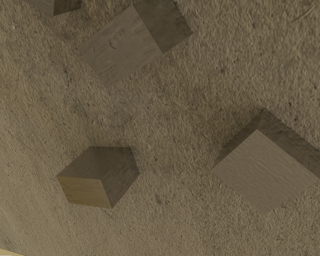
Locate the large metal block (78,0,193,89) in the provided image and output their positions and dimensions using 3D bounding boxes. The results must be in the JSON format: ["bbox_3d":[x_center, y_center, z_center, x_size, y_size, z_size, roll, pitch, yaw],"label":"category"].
[{"bbox_3d":[-0.023,-0.093,0.326,0.080,0.080,0.050,-23,106,36],"label":"large metal block"}]

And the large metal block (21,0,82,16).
[{"bbox_3d":[-0.132,-0.184,0.346,0.080,0.050,0.079,28,128,10],"label":"large metal block"}]

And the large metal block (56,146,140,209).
[{"bbox_3d":[-0.090,0.070,0.462,0.080,0.080,0.050,-1,118,28],"label":"large metal block"}]

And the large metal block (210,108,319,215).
[{"bbox_3d":[0.119,0.038,0.352,0.080,0.050,0.080,39,129,1],"label":"large metal block"}]
